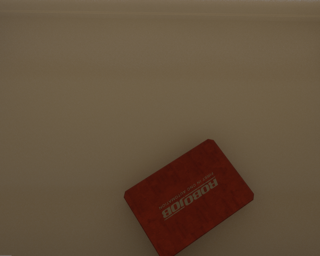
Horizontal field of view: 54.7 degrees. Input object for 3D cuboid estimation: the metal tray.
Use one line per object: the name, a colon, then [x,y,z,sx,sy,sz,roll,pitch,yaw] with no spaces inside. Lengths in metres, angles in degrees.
metal tray: [0.034,0.084,0.377,0.131,0.030,0.090,-31,73,-11]
